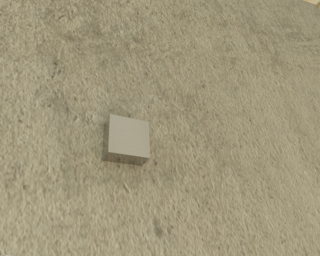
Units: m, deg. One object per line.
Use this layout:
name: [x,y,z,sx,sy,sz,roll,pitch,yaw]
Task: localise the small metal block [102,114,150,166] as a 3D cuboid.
small metal block: [-0.041,0.015,0.374,0.050,0.025,0.050,11,57,-23]
